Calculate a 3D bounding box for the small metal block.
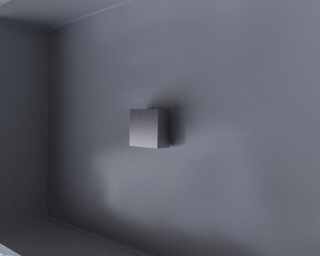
[{"bbox_3d":[-0.014,0.000,0.415,0.050,0.025,0.050,2,92,40],"label":"small metal block"}]
